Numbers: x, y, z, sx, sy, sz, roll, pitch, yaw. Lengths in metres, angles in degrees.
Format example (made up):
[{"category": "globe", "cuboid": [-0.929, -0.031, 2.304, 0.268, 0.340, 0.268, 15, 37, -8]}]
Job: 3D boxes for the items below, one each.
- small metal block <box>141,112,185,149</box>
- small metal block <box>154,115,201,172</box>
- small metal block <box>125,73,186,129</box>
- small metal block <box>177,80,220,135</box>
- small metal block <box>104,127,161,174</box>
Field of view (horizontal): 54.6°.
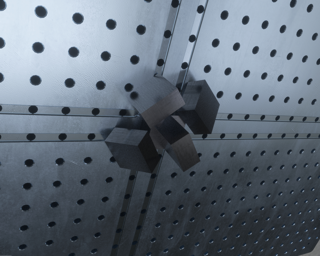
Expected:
[{"category": "small metal block", "cuboid": [0.004, 0.000, 0.412, 0.050, 0.025, 0.050, 0, 118, -30]}, {"category": "small metal block", "cuboid": [0.020, 0.018, 0.384, 0.025, 0.050, 0.050, -32, 129, -8]}, {"category": "small metal block", "cuboid": [-0.006, -0.034, 0.370, 0.050, 0.050, 0.025, -35, 129, -5]}, {"category": "small metal block", "cuboid": [0.052, -0.026, 0.405, 0.050, 0.025, 0.050, 50, 49, -39]}, {"category": "small metal block", "cuboid": [-0.034, 0.028, 0.389, 0.025, 0.050, 0.050, -58, 140, -37]}]
